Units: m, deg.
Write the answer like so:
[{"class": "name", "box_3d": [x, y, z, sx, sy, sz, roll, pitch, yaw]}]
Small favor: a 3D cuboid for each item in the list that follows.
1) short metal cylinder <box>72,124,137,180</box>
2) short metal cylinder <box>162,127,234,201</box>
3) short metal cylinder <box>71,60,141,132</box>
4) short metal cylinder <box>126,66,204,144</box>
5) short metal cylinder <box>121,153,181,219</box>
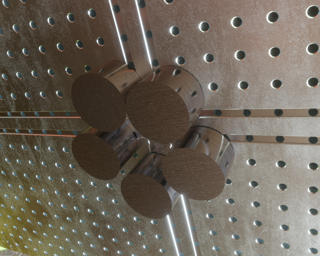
[{"class": "short metal cylinder", "box_3d": [-0.081, 0.030, 0.456, 0.080, 0.050, 0.079, 13, 124, 20]}, {"class": "short metal cylinder", "box_3d": [0.049, 0.045, 0.396, 0.080, 0.050, 0.079, 13, 125, 20]}, {"class": "short metal cylinder", "box_3d": [-0.067, -0.042, 0.404, 0.080, 0.050, 0.079, 13, 124, 20]}, {"class": "short metal cylinder", "box_3d": [0.006, -0.028, 0.373, 0.080, 0.050, 0.079, 13, 124, 21]}, {"class": "short metal cylinder", "box_3d": [-0.009, 0.084, 0.451, 0.080, 0.050, 0.079, 14, 124, 21]}]
